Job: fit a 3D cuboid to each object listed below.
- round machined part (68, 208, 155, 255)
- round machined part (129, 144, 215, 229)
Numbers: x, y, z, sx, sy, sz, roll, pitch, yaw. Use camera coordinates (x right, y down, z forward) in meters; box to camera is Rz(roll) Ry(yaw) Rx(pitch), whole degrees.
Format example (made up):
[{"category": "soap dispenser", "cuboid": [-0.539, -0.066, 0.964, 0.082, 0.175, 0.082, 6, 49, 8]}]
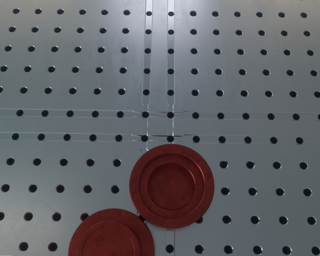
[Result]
[{"category": "round machined part", "cuboid": [-0.055, 0.141, 0.351, 0.099, 0.042, 0.098, 0, 70, 0]}, {"category": "round machined part", "cuboid": [0.014, 0.072, 0.377, 0.099, 0.042, 0.098, 0, 70, 0]}]
